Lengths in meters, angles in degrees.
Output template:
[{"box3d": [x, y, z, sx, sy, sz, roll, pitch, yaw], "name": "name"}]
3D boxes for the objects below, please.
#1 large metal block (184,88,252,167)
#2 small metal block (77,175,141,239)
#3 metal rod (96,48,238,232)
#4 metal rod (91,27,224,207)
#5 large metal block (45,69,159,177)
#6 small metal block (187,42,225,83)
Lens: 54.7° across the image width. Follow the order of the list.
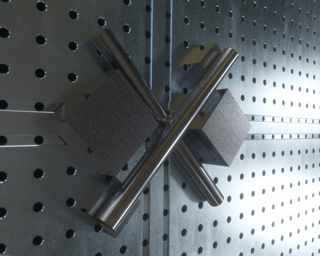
[{"box3d": [0.083, -0.001, 0.462, 0.080, 0.050, 0.080, 51, 60, -28], "name": "large metal block"}, {"box3d": [-0.058, 0.090, 0.361, 0.050, 0.025, 0.050, 52, 60, -27], "name": "small metal block"}, {"box3d": [0.024, -0.004, 0.396, 0.301, 0.025, 0.025, -52, 121, -27], "name": "metal rod"}, {"box3d": [0.010, 0.003, 0.416, 0.025, 0.025, 0.299, -50, 120, -28], "name": "metal rod"}, {"box3d": [-0.061, -0.006, 0.342, 0.080, 0.050, 0.080, -51, 120, -28], "name": "large metal block"}, {"box3d": [0.076, -0.093, 0.473, 0.050, 0.025, 0.050, -52, 120, -27], "name": "small metal block"}]
